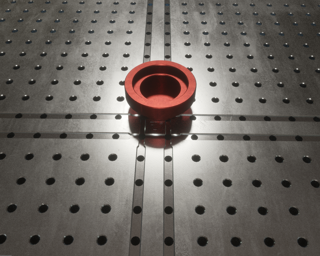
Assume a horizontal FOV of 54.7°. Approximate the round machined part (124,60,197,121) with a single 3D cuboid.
[{"bbox_3d":[0.000,-0.049,0.438,0.099,0.042,0.098,0,50,0],"label":"round machined part"}]
